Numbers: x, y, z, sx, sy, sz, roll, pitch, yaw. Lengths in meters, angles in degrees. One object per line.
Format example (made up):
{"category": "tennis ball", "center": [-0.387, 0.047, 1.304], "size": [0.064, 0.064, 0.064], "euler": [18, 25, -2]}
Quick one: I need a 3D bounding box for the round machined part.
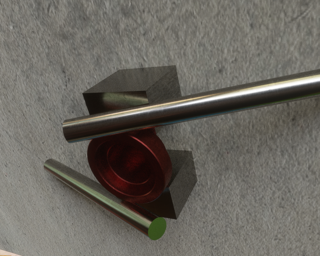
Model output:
{"category": "round machined part", "center": [-0.031, 0.036, 0.358], "size": [0.098, 0.042, 0.097], "euler": [13, 124, 20]}

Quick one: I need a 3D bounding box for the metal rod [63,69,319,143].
{"category": "metal rod", "center": [0.053, -0.024, 0.295], "size": [0.301, 0.025, 0.025], "euler": [-11, 115, 8]}

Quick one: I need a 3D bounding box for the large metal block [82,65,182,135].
{"category": "large metal block", "center": [-0.028, -0.035, 0.365], "size": [0.080, 0.080, 0.050], "euler": [1, 119, 27]}

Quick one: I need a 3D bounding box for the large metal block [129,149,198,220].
{"category": "large metal block", "center": [-0.004, 0.070, 0.417], "size": [0.080, 0.080, 0.050], "euler": [1, 119, 27]}

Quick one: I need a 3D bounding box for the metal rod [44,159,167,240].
{"category": "metal rod", "center": [-0.099, 0.087, 0.440], "size": [0.300, 0.025, 0.025], "euler": [12, 127, 49]}
